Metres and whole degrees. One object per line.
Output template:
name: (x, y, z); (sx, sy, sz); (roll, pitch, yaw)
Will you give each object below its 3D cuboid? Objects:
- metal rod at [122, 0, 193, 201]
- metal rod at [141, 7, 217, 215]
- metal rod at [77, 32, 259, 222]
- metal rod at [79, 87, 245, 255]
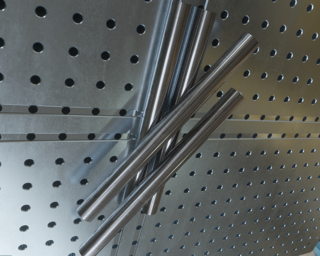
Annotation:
metal rod: (-0.012, -0.007, 0.400); (0.025, 0.025, 0.298); (1, 118, -29)
metal rod: (0.018, -0.005, 0.418); (0.025, 0.025, 0.298); (1, 118, -29)
metal rod: (0.007, 0.002, 0.384); (0.300, 0.025, 0.025); (-46, 129, 4)
metal rod: (0.000, 0.064, 0.417); (0.300, 0.025, 0.025); (-47, 129, 4)
